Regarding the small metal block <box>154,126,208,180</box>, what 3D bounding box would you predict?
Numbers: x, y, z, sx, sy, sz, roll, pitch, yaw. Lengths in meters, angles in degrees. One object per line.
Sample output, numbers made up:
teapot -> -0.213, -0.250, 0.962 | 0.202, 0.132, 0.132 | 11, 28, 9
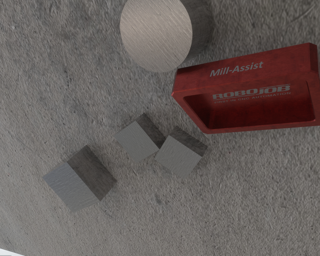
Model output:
small metal block -> 0.027, 0.033, 0.413 | 0.050, 0.025, 0.050 | 34, 129, 5

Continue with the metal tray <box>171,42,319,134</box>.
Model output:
metal tray -> 0.089, -0.031, 0.308 | 0.130, 0.030, 0.090 | -6, 149, 30

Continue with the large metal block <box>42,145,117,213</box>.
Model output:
large metal block -> -0.133, 0.086, 0.514 | 0.080, 0.050, 0.080 | -29, 102, 37

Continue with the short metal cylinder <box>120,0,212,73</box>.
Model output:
short metal cylinder -> 0.007, -0.103, 0.319 | 0.080, 0.050, 0.079 | 14, 121, 25

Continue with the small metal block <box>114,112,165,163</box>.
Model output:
small metal block -> -0.027, 0.014, 0.430 | 0.050, 0.025, 0.050 | -33, 100, 38
